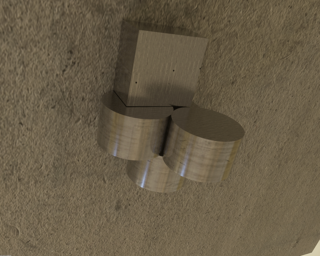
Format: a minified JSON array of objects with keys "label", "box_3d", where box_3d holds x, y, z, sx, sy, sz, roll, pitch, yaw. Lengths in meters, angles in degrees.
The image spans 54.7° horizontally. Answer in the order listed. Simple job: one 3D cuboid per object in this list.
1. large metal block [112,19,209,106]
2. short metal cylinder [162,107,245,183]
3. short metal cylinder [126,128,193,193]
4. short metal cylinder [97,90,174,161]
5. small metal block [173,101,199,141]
[{"label":"large metal block","box_3d":[-0.002,-0.071,0.348,0.081,0.050,0.079,-2,119,-28]},{"label":"short metal cylinder","box_3d":[0.047,0.016,0.344,0.081,0.080,0.050,-2,120,-28]},{"label":"short metal cylinder","box_3d":[0.001,0.037,0.397,0.081,0.080,0.050,-1,119,-28]},{"label":"short metal cylinder","box_3d":[-0.029,-0.006,0.354,0.081,0.080,0.050,-2,120,-28]},{"label":"small metal block","box_3d":[0.022,-0.015,0.398,0.025,0.050,0.050,1,118,-29]}]
